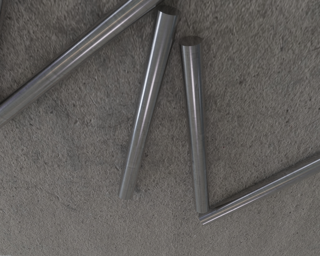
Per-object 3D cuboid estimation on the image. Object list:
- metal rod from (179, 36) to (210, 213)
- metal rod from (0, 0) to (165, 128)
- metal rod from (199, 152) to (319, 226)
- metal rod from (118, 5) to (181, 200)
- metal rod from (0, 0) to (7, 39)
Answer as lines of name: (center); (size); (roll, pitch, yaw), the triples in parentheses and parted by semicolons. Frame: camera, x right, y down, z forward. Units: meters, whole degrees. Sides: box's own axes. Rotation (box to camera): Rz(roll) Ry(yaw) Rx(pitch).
metal rod: (0.052, 0.020, 0.424); (0.025, 0.025, 0.298); (-6, 130, 5)
metal rod: (-0.093, -0.079, 0.338); (0.300, 0.025, 0.025); (-30, 124, 23)
metal rod: (0.186, 0.082, 0.478); (0.299, 0.025, 0.025); (-35, 122, 26)
metal rod: (-0.023, -0.006, 0.401); (0.025, 0.025, 0.298); (9, 130, -8)
metal rod: (-0.185, -0.090, 0.328); (0.025, 0.025, 0.298); (21, 127, -17)
